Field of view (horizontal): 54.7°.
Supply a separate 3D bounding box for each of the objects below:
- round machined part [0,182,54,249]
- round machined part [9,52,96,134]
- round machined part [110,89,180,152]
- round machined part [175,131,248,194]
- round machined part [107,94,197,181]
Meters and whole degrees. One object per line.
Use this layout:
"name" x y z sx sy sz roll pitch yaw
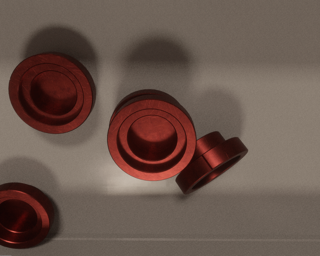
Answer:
"round machined part" -0.201 0.120 0.444 0.099 0.042 0.097 0 110 -1
"round machined part" -0.129 -0.045 0.384 0.099 0.042 0.097 0 110 -1
"round machined part" -0.014 -0.003 0.401 0.099 0.042 0.097 0 110 -1
"round machined part" 0.060 0.041 0.399 0.098 0.098 0.042 -39 70 13
"round machined part" -0.008 0.008 0.359 0.099 0.042 0.097 0 109 2
